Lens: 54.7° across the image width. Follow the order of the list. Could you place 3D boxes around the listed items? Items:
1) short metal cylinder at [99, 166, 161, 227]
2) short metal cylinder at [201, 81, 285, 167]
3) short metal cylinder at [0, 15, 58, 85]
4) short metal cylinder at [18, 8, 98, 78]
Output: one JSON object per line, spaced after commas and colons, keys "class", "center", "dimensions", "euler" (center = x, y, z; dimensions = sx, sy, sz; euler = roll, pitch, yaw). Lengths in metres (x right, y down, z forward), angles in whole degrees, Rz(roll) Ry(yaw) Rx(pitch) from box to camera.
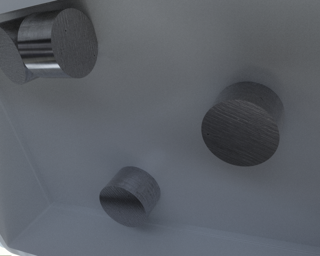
{"class": "short metal cylinder", "center": [-0.046, 0.107, 0.483], "dimensions": [0.080, 0.050, 0.079], "euler": [13, 124, 21]}
{"class": "short metal cylinder", "center": [0.092, -0.005, 0.341], "dimensions": [0.080, 0.050, 0.079], "euler": [13, 124, 21]}
{"class": "short metal cylinder", "center": [-0.181, -0.104, 0.411], "dimensions": [0.080, 0.050, 0.079], "euler": [26, 134, 30]}
{"class": "short metal cylinder", "center": [-0.121, -0.100, 0.375], "dimensions": [0.050, 0.080, 0.079], "euler": [4, 121, 26]}
